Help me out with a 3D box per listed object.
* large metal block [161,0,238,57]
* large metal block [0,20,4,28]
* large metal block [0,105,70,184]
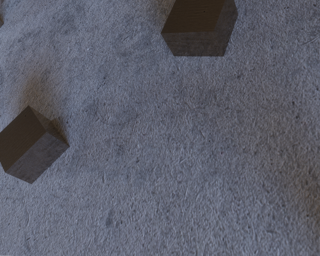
[{"bbox_3d":[0.059,-0.152,0.450,0.080,0.050,0.080,8,66,32],"label":"large metal block"},{"bbox_3d":[-0.461,-0.282,0.784,0.080,0.080,0.050,28,77,37],"label":"large metal block"},{"bbox_3d":[-0.201,0.025,0.478,0.080,0.050,0.080,-45,51,-4],"label":"large metal block"}]
